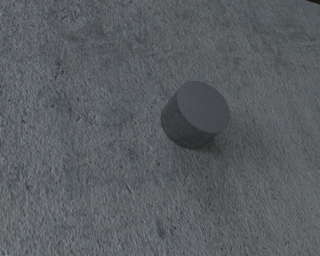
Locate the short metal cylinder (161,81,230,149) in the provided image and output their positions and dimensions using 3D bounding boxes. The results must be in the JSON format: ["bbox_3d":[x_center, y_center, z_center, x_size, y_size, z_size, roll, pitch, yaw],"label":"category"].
[{"bbox_3d":[0.048,-0.017,0.423,0.081,0.050,0.080,13,56,-21],"label":"short metal cylinder"}]
